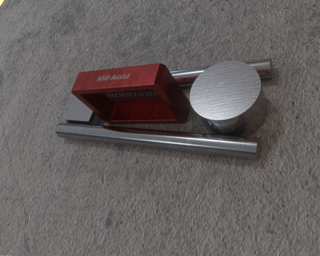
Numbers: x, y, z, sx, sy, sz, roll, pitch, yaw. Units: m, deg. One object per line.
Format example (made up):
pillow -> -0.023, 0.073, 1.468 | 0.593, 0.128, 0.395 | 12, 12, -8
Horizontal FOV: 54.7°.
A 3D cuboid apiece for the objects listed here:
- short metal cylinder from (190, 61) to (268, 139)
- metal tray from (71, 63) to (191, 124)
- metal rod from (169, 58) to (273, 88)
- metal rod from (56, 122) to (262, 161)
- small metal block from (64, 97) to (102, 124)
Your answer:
short metal cylinder -> 0.082, -0.032, 0.365 | 0.080, 0.050, 0.080 | -13, 56, 21
metal tray -> -0.037, -0.040, 0.406 | 0.130, 0.090, 0.030 | 0, 62, 28
metal rod -> 0.002, -0.068, 0.446 | 0.300, 0.025, 0.025 | -2, 61, 27
metal rod -> -0.023, 0.013, 0.410 | 0.300, 0.025, 0.025 | 4, 64, 30
small metal block -> -0.113, -0.027, 0.482 | 0.050, 0.025, 0.050 | 5, 64, 30
